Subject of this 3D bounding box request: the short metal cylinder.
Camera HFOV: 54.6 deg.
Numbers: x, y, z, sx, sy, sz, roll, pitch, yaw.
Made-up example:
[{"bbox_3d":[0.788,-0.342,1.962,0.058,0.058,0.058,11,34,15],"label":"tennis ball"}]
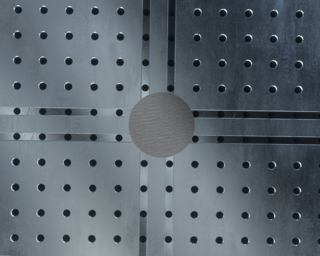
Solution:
[{"bbox_3d":[0.002,-0.004,0.401,0.080,0.050,0.080,0,90,0],"label":"short metal cylinder"}]
